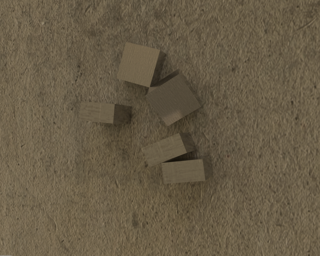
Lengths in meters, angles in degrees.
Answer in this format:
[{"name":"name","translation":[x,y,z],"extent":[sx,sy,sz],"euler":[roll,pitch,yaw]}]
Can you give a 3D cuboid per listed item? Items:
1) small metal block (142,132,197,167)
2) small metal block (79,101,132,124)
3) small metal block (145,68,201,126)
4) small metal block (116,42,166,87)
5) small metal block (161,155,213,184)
[{"name":"small metal block","translation":[0.013,0.026,0.391],"extent":[0.050,0.050,0.025],"euler":[-23,83,18]},{"name":"small metal block","translation":[-0.073,-0.020,0.421],"extent":[0.050,0.050,0.025],"euler":[6,92,20]},{"name":"small metal block","translation":[0.017,-0.038,0.391],"extent":[0.050,0.025,0.050],"euler":[-31,110,17]},{"name":"small metal block","translation":[-0.025,-0.083,0.418],"extent":[0.050,0.025,0.050],"euler":[18,96,19]},{"name":"small metal block","translation":[0.035,0.051,0.383],"extent":[0.050,0.050,0.025],"euler":[-8,88,20]}]
